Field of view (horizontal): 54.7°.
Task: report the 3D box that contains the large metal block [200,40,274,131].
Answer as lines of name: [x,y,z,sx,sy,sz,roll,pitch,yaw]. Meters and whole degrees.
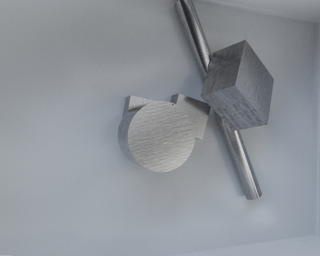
large metal block: [0.106,-0.054,0.413,0.080,0.050,0.080,41,53,-32]

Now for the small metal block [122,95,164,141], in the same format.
small metal block: [-0.022,-0.012,0.404,0.050,0.025,0.050,11,86,-20]

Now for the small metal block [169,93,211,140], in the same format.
small metal block: [0.037,-0.015,0.425,0.050,0.025,0.050,17,84,-20]

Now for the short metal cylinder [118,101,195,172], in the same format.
short metal cylinder: [-0.006,0.009,0.370,0.081,0.050,0.079,0,91,-20]

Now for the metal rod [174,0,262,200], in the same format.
metal rod: [0.086,-0.036,0.443,0.025,0.025,0.299,-25,98,-19]
